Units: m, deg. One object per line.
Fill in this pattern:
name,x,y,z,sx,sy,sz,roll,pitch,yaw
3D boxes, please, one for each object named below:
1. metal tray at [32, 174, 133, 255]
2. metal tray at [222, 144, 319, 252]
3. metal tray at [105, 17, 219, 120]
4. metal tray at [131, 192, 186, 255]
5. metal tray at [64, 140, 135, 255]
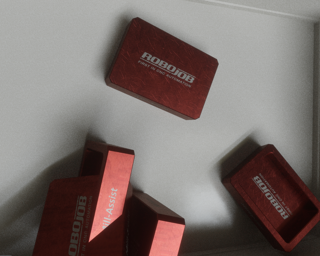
metal tray,-0.078,0.112,0.321,0.090,0.130,0.030,-7,137,5
metal tray,0.166,0.100,0.453,0.090,0.030,0.130,-37,87,-17
metal tray,0.005,-0.074,0.411,0.131,0.030,0.090,23,82,-19
metal tray,-0.022,0.127,0.348,0.030,0.130,0.090,17,84,-20
metal tray,-0.071,0.082,0.348,0.030,0.090,0.129,14,85,-27
